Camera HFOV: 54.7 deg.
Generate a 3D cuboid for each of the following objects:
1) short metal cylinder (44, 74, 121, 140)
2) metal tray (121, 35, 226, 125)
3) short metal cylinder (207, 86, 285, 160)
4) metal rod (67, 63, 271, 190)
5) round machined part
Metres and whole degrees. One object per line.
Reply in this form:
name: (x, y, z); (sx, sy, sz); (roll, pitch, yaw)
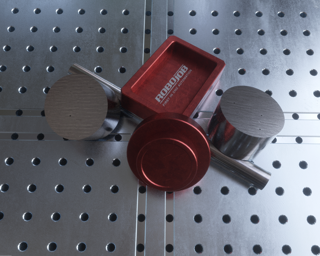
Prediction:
short metal cylinder: (-0.096, -0.024, 0.394); (0.080, 0.050, 0.080); (-1, 87, 10)
metal tray: (0.019, -0.060, 0.416); (0.090, 0.030, 0.130); (30, 59, 10)
short metal cylinder: (0.106, -0.007, 0.389); (0.081, 0.050, 0.080); (7, 53, -8)
metal rod: (0.005, -0.007, 0.414); (0.301, 0.025, 0.025); (30, 73, 10)
round machined part: (0.009, 0.034, 0.361); (0.099, 0.042, 0.097); (2, 113, 5)
